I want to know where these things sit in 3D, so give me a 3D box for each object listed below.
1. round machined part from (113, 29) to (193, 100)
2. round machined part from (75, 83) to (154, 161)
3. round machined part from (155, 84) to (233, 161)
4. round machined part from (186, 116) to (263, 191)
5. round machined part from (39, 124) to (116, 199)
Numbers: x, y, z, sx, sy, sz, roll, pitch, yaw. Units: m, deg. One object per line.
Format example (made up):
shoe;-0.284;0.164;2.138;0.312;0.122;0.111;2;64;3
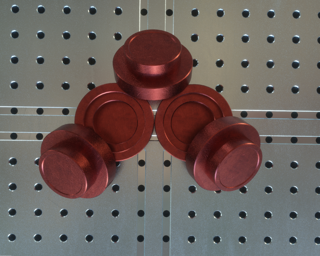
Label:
round machined part;-0.009;-0.084;0.379;0.099;0.042;0.098;1;52;0
round machined part;-0.057;-0.007;0.403;0.099;0.042;0.097;0;90;-1
round machined part;0.042;-0.006;0.405;0.099;0.042;0.097;0;90;-1
round machined part;0.085;0.038;0.379;0.099;0.042;0.097;-13;123;-22
round machined part;-0.107;0.047;0.380;0.098;0.042;0.097;10;119;20
